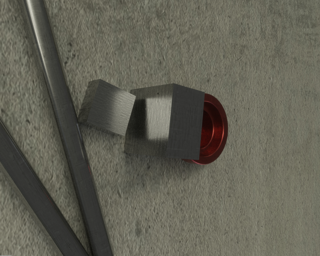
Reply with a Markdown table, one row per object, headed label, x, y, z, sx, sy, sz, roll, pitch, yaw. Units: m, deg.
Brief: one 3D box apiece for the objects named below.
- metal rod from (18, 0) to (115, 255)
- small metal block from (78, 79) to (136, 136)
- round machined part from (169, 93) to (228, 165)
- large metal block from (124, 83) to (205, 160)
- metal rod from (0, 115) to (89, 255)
| label | x | y | z | sx | sy | sz | roll | pitch | yaw |
| --- | --- | --- | --- | --- | --- | --- | --- | --- | --- |
| metal rod | -0.096 | 0.004 | 0.325 | 0.025 | 0.025 | 0.298 | -21 | 104 | -38 |
| small metal block | -0.061 | -0.022 | 0.355 | 0.050 | 0.025 | 0.050 | 24 | 75 | -38 |
| round machined part | 0.049 | 0.001 | 0.437 | 0.099 | 0.042 | 0.097 | 0 | 90 | -40 |
| large metal block | 0.004 | -0.006 | 0.374 | 0.050 | 0.080 | 0.080 | 9 | 84 | -40 |
| metal rod | -0.112 | 0.091 | 0.312 | 0.025 | 0.025 | 0.299 | -38 | 113 | -34 |
